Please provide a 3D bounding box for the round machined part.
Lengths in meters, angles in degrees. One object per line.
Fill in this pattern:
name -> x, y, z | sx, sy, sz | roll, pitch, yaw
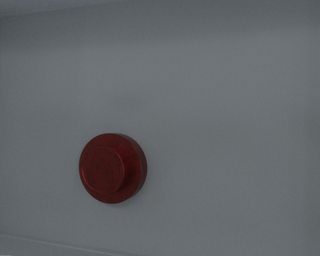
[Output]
round machined part -> -0.071, 0.056, 0.427 | 0.098, 0.042, 0.097 | 0, 90, 20
